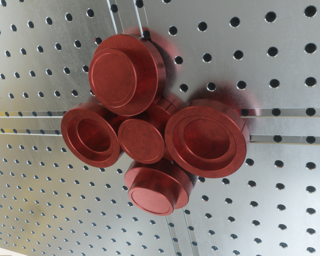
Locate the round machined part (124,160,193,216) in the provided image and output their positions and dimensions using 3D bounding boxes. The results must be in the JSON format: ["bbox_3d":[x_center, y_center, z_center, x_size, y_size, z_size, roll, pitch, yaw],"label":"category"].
[{"bbox_3d":[-0.006,0.089,0.442,0.098,0.042,0.097,15,139,14],"label":"round machined part"}]

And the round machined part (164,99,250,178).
[{"bbox_3d":[0.059,0.009,0.374,0.098,0.042,0.097,13,124,20],"label":"round machined part"}]

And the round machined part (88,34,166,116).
[{"bbox_3d":[-0.046,-0.062,0.370,0.098,0.042,0.097,8,108,27],"label":"round machined part"}]

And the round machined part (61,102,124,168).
[{"bbox_3d":[-0.090,0.006,0.449,0.098,0.042,0.097,13,124,20],"label":"round machined part"}]

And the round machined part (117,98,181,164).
[{"bbox_3d":[-0.016,0.009,0.411,0.098,0.042,0.097,13,124,20],"label":"round machined part"}]
